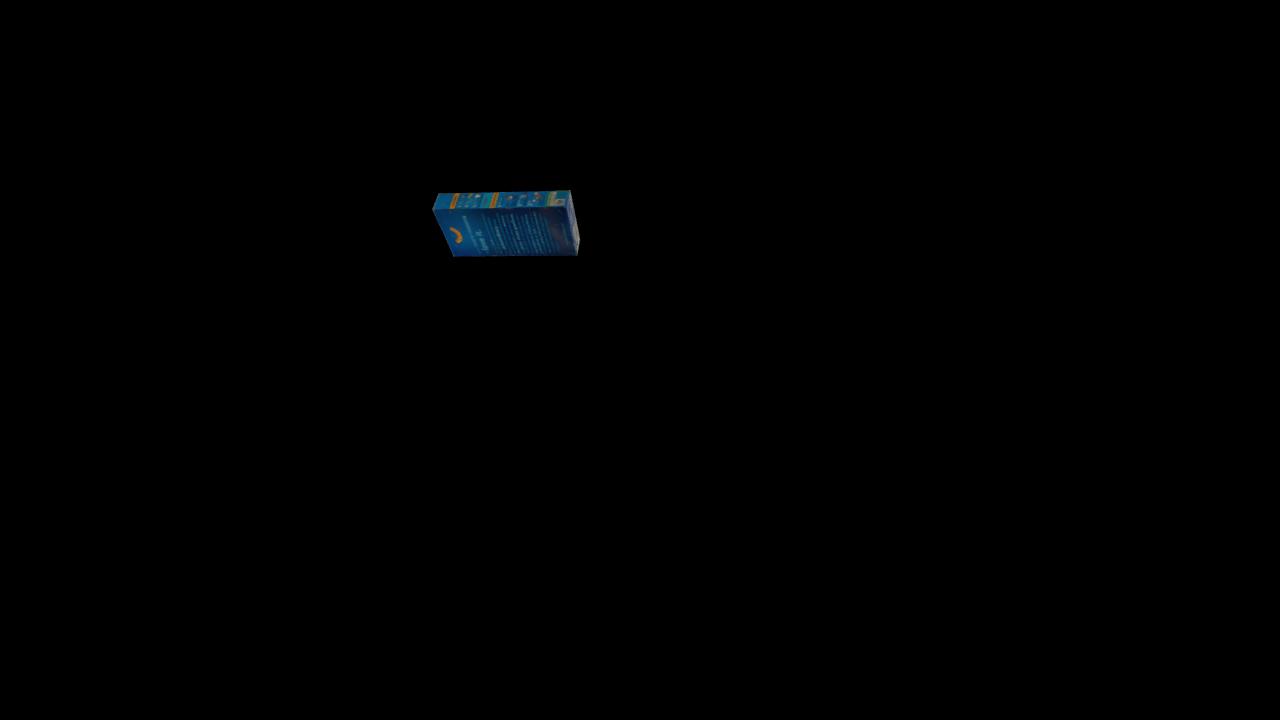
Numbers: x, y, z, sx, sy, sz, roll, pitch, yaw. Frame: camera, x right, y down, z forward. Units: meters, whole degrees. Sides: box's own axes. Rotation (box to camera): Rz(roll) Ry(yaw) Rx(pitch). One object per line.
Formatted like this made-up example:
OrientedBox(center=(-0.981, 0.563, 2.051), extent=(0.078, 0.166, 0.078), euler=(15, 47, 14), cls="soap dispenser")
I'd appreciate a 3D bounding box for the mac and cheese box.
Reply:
OrientedBox(center=(-0.181, -0.187, 0.852), extent=(0.184, 0.041, 0.093), euler=(1, -34, 6), cls="mac and cheese box")
